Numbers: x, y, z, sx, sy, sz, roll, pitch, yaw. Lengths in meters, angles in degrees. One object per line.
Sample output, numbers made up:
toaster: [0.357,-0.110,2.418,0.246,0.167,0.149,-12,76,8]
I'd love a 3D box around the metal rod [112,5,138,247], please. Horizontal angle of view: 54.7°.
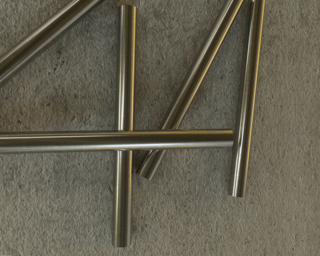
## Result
metal rod: [-0.045,-0.003,0.393,0.025,0.025,0.298,2,90,-20]

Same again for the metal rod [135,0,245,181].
metal rod: [0.047,-0.067,0.427,0.025,0.025,0.299,31,80,-18]

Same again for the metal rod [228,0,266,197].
metal rod: [0.129,-0.049,0.458,0.025,0.025,0.298,7,87,-20]

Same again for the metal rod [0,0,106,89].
metal rod: [-0.152,-0.087,0.352,0.301,0.025,0.025,-46,105,-14]

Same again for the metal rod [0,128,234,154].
metal rod: [-0.060,0.015,0.363,0.302,0.025,0.025,-1,91,-12]
